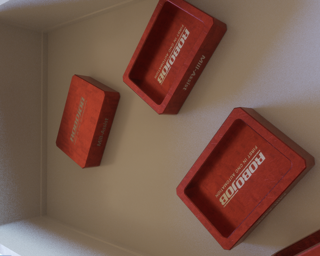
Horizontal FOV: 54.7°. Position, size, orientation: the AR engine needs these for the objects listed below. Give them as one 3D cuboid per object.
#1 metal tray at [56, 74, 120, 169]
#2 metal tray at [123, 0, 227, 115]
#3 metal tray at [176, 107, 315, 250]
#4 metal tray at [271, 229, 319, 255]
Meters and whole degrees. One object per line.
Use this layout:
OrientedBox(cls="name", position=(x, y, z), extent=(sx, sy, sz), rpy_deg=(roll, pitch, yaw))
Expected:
OrientedBox(cls="metal tray", position=(-0.120, -0.011, 0.503), extent=(0.090, 0.030, 0.129), rpy_deg=(30, 109, 36))
OrientedBox(cls="metal tray", position=(0.013, -0.092, 0.392), extent=(0.090, 0.030, 0.129), rpy_deg=(44, 116, 31))
OrientedBox(cls="metal tray", position=(0.084, 0.054, 0.333), extent=(0.090, 0.030, 0.129), rpy_deg=(46, 117, 30))
OrientedBox(cls="metal tray", position=(0.135, 0.104, 0.252), extent=(0.129, 0.091, 0.030), rpy_deg=(-46, 63, 30))
